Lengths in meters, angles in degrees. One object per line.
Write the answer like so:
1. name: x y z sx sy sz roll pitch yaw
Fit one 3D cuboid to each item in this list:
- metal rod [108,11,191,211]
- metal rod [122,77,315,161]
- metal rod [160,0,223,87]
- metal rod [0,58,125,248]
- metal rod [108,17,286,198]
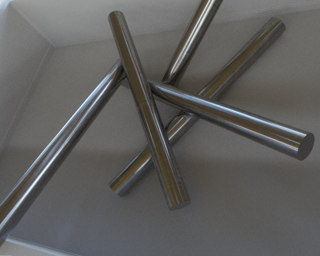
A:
1. metal rod: -0.023 -0.042 0.397 0.025 0.025 0.299 -26 61 12
2. metal rod: 0.033 -0.031 0.370 0.025 0.025 0.300 -52 41 -9
3. metal rod: 0.072 -0.171 0.365 0.025 0.025 0.298 56 129 38
4. metal rod: -0.104 0.009 0.354 0.025 0.025 0.301 0 42 28
5. metal rod: 0.050 -0.029 0.396 0.300 0.025 0.025 -45 51 -4
